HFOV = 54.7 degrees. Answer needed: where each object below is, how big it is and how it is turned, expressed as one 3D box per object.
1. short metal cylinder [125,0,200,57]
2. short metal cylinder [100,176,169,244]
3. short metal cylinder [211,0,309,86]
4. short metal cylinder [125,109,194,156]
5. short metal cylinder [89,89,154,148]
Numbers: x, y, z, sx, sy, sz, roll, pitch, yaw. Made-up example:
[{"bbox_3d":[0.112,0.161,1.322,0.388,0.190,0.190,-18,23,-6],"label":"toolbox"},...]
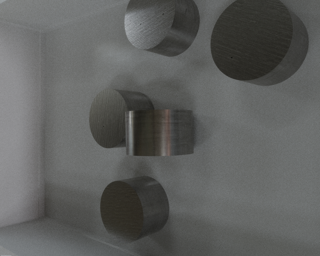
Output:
[{"bbox_3d":[0.002,-0.134,0.387,0.080,0.050,0.079,0,90,39],"label":"short metal cylinder"},{"bbox_3d":[-0.035,0.108,0.417,0.080,0.050,0.079,0,90,39],"label":"short metal cylinder"},{"bbox_3d":[0.098,-0.084,0.308,0.080,0.050,0.079,0,90,39],"label":"short metal cylinder"},{"bbox_3d":[-0.001,0.005,0.370,0.080,0.081,0.050,-2,89,39],"label":"short metal cylinder"},{"bbox_3d":[-0.053,-0.013,0.431,0.080,0.050,0.079,0,90,41],"label":"short metal cylinder"}]
